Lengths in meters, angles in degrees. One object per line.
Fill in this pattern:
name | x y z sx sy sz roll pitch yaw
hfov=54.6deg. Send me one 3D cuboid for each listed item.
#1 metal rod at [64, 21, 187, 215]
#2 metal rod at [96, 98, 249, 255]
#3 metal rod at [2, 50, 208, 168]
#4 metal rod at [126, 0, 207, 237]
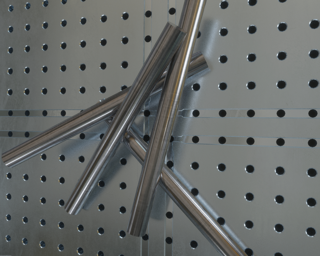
metal rod | -0.055 0.004 0.401 0.025 0.025 0.298 40 114 15
metal rod | 0.014 0.073 0.407 0.025 0.025 0.300 -47 76 14
metal rod | -0.078 -0.022 0.413 0.301 0.025 0.025 -26 81 7
metal rod | 0.006 -0.010 0.380 0.025 0.025 0.298 17 98 19
